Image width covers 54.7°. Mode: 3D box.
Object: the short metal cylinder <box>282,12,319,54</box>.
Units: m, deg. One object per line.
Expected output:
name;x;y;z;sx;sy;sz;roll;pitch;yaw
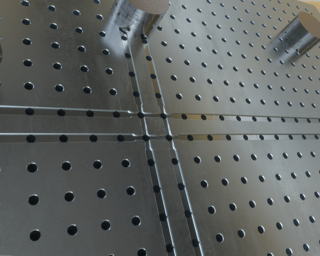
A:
short metal cylinder;0.327;-0.217;0.704;0.081;0.050;0.080;14;56;-21

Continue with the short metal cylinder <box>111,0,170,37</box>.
short metal cylinder;-0.032;-0.193;0.494;0.081;0.050;0.080;14;56;-21

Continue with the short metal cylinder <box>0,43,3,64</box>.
short metal cylinder;-0.211;-0.089;0.314;0.080;0.080;0.050;42;51;0
